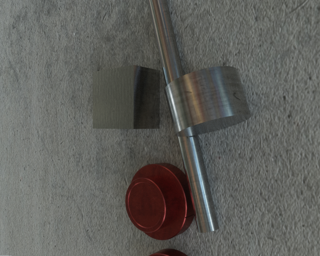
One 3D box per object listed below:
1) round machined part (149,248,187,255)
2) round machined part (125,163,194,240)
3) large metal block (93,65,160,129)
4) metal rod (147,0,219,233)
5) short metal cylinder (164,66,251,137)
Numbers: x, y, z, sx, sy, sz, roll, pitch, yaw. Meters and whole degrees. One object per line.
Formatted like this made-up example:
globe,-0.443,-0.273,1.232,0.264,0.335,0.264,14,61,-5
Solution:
round machined part,0.021,0.196,0.377,0.098,0.042,0.097,0,90,40
round machined part,-0.006,0.095,0.399,0.098,0.042,0.097,0,90,40
large metal block,-0.047,-0.039,0.428,0.080,0.050,0.079,0,90,40
metal rod,0.026,-0.026,0.383,0.025,0.025,0.299,-20,78,38
short metal cylinder,0.050,-0.025,0.328,0.080,0.081,0.050,-22,77,38
